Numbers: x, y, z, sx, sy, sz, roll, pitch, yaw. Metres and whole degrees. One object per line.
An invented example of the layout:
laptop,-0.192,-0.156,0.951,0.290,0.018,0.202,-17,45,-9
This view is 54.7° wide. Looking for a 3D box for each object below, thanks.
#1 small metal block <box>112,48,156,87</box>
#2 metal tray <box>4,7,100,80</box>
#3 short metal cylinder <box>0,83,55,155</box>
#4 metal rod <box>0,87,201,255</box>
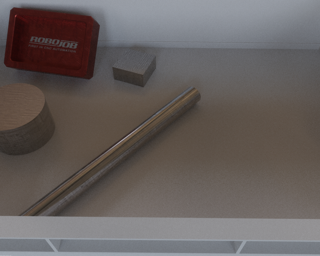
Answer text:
small metal block,-0.039,-0.095,0.484,0.050,0.025,0.050,17,52,13
metal tray,-0.164,-0.128,0.472,0.131,0.030,0.089,9,93,6
short metal cylinder,-0.182,-0.012,0.396,0.081,0.050,0.080,0,50,0
metal rod,-0.055,0.034,0.375,0.025,0.025,0.302,36,58,26
